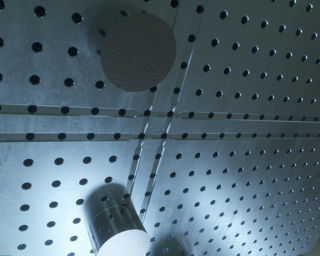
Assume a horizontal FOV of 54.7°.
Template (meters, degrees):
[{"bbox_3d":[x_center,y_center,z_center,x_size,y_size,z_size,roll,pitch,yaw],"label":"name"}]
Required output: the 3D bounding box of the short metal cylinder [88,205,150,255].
[{"bbox_3d":[-0.062,0.164,0.463,0.081,0.050,0.079,-14,124,-21],"label":"short metal cylinder"}]

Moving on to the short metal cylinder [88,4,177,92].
[{"bbox_3d":[-0.030,-0.085,0.326,0.081,0.050,0.079,-14,124,-21],"label":"short metal cylinder"}]
